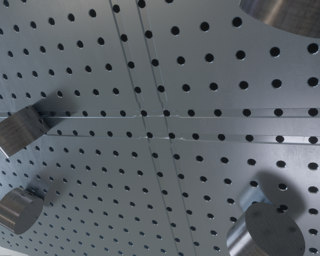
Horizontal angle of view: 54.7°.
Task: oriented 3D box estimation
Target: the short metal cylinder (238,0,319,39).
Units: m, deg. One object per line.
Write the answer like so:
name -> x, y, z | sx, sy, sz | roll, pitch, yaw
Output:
short metal cylinder -> 0.111, -0.112, 0.248 | 0.080, 0.080, 0.050 | 26, 127, 12

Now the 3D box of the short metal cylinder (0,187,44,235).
short metal cylinder -> -0.286, 0.168, 0.631 | 0.050, 0.080, 0.079 | 25, 127, 13

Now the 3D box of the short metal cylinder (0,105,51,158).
short metal cylinder -> -0.226, 0.005, 0.498 | 0.080, 0.080, 0.050 | -24, 105, 36

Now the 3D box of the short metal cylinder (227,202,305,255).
short metal cylinder -> 0.133, 0.143, 0.394 | 0.080, 0.080, 0.050 | 30, 128, 8
